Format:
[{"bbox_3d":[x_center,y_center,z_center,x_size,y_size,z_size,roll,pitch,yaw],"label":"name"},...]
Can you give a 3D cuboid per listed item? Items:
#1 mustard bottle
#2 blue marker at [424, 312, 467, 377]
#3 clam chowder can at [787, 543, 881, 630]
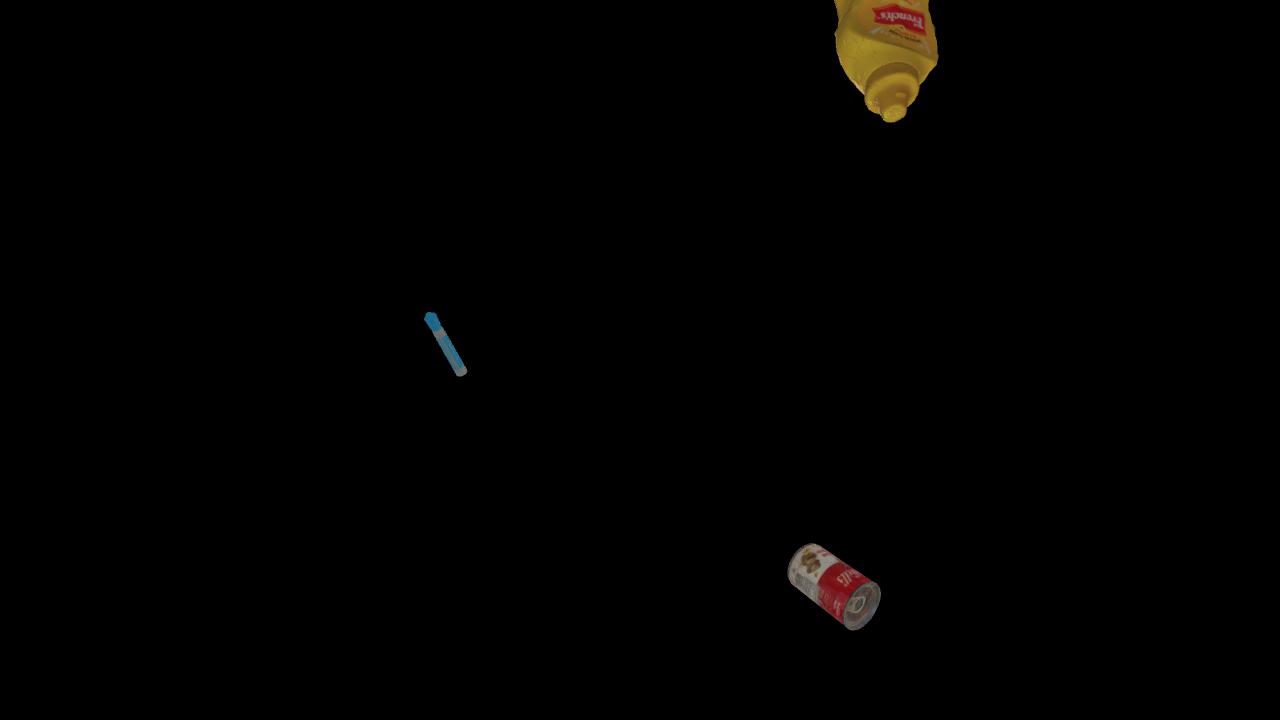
[{"bbox_3d":[0.212,-0.278,0.532,0.092,0.184,0.054,14,-26,-18],"label":"mustard bottle"},{"bbox_3d":[-0.296,-0.024,0.937,0.020,0.121,0.020,-10,41,9],"label":"blue marker"},{"bbox_3d":[0.254,0.297,0.813,0.068,0.068,0.102,0,15,-32],"label":"clam chowder can"}]
